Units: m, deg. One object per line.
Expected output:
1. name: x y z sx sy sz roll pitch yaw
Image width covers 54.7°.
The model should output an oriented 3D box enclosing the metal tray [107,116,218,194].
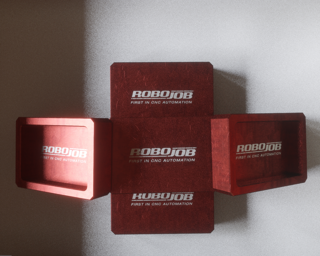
1. metal tray: 0.003 0.032 0.377 0.131 0.030 0.089 -1 90 -1

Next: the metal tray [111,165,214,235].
1. metal tray: 0.003 0.090 0.406 0.131 0.030 0.089 0 90 -1

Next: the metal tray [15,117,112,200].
1. metal tray: -0.120 0.032 0.376 0.130 0.030 0.089 2 91 29

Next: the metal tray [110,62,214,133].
1. metal tray: 0.003 -0.039 0.406 0.131 0.030 0.089 0 90 -1

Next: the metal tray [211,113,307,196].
1. metal tray: 0.124 0.027 0.377 0.131 0.030 0.089 -2 91 -30
